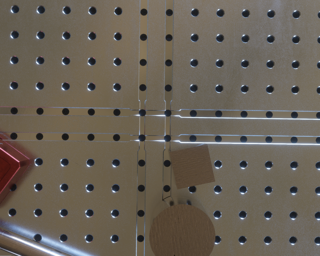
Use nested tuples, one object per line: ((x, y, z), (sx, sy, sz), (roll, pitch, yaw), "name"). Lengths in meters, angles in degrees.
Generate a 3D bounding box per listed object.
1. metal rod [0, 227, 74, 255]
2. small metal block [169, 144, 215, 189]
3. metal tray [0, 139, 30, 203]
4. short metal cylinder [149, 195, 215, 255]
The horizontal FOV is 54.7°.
((-0.230, 0.138, 0.410), (0.301, 0.025, 0.025), (22, 90, -1), "metal rod")
((0.042, 0.050, 0.414), (0.050, 0.025, 0.050), (-12, 90, -1), "small metal block")
((-0.254, 0.043, 0.407), (0.130, 0.030, 0.090), (36, 90, -1), "metal tray")
((0.027, 0.132, 0.401), (0.081, 0.050, 0.079), (0, 90, -1), "short metal cylinder")
